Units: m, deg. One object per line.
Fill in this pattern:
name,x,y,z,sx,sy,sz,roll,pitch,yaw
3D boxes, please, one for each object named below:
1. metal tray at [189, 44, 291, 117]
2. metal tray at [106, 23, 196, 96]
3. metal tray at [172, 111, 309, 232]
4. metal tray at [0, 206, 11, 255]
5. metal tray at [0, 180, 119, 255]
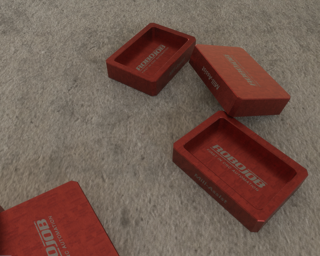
metal tray,0.109,-0.071,0.440,0.091,0.030,0.130,-4,45,-26
metal tray,-0.012,-0.114,0.495,0.090,0.030,0.130,26,54,19
metal tray,0.089,0.044,0.364,0.091,0.030,0.130,-34,58,-26
metal tray,-0.153,0.121,0.257,0.030,0.089,0.130,-13,51,-11
metal tray,-0.093,0.122,0.288,0.091,0.030,0.130,-24,56,-26
